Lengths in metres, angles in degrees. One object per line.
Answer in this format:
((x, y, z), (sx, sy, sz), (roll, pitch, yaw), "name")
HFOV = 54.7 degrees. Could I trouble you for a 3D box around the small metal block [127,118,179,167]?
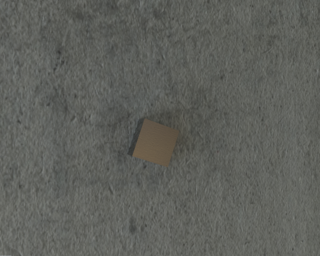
((-0.009, 0.019, 0.407), (0.050, 0.025, 0.050), (20, 83, -19), "small metal block")
